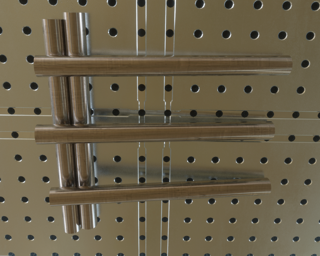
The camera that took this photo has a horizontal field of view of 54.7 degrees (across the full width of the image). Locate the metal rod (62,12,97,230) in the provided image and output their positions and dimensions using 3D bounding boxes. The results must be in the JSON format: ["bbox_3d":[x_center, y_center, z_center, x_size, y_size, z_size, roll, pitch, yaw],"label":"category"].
[{"bbox_3d":[-0.104,0.005,0.413,0.025,0.025,0.298,1,110,-1],"label":"metal rod"}]

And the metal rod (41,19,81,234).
[{"bbox_3d":[-0.129,0.012,0.415,0.025,0.025,0.298,1,110,-1],"label":"metal rod"}]

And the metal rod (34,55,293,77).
[{"bbox_3d":[0.009,-0.074,0.371,0.302,0.025,0.025,-1,110,-7],"label":"metal rod"}]

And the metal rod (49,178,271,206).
[{"bbox_3d":[0.005,0.088,0.430,0.302,0.025,0.025,-1,110,-7],"label":"metal rod"}]

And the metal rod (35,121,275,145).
[{"bbox_3d":[-0.001,0.006,0.399,0.302,0.025,0.025,-1,110,-7],"label":"metal rod"}]
